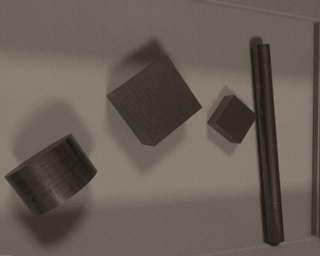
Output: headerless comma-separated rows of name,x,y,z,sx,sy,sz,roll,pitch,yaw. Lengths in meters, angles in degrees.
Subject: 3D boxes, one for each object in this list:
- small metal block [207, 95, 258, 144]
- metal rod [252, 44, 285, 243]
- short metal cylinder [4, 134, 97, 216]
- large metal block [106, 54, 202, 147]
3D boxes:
small metal block,0.105,-0.012,0.451,0.050,0.025,0.050,38,78,-17
metal rod,0.166,0.024,0.473,0.025,0.025,0.298,-6,92,-20
short metal cylinder,-0.117,0.049,0.338,0.080,0.080,0.050,-35,102,-17
large metal block,-0.008,-0.034,0.395,0.080,0.050,0.080,-39,103,-16
